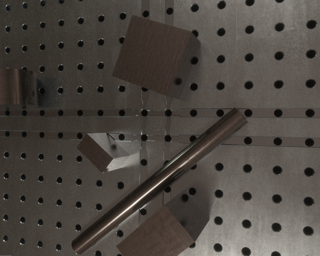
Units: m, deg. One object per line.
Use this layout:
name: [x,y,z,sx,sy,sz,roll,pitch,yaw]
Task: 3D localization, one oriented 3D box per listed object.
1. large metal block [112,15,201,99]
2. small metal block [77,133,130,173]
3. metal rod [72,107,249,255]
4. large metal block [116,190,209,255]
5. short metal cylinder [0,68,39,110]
large metal block: [-0.004,-0.089,0.400,0.080,0.050,0.080,22,97,18]
small metal block: [-0.076,0.033,0.425,0.050,0.050,0.025,41,103,15]
metal rod: [-0.010,0.079,0.415,0.299,0.025,0.025,-41,78,15]
large metal block: [0.007,0.128,0.380,0.080,0.080,0.050,-44,77,14]
short metal cylinder: [-0.224,-0.056,0.460,0.080,0.080,0.050,-4,89,19]
